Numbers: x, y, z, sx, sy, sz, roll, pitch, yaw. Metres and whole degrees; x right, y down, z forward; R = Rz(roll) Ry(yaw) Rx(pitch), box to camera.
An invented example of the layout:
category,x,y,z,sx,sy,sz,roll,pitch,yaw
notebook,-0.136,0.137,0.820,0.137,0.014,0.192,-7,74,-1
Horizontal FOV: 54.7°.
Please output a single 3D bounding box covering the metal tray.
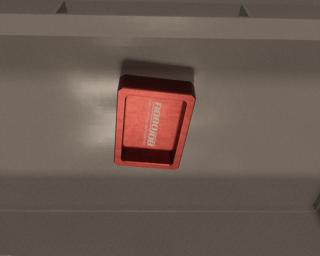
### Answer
category,x,y,z,sx,sy,sz,roll,pitch,yaw
metal tray,-0.011,-0.002,0.403,0.091,0.030,0.129,5,130,-5
